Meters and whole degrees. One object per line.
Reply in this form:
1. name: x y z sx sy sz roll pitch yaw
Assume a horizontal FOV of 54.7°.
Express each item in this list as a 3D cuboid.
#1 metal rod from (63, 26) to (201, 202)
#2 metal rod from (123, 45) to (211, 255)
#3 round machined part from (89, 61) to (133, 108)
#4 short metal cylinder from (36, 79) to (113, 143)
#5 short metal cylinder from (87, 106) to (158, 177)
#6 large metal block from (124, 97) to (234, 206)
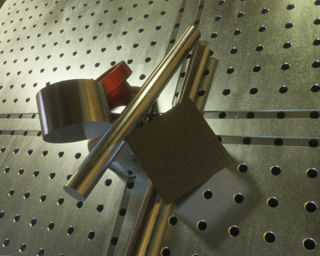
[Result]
1. metal rod: -0.016 -0.040 0.386 0.025 0.025 0.301 8 48 31
2. metal rod: 0.015 0.020 0.388 0.025 0.025 0.300 6 64 31
3. round machined part: -0.078 -0.052 0.452 0.098 0.042 0.098 -34 18 13
4. short metal cylinder: -0.099 -0.018 0.363 0.080 0.080 0.050 -19 77 17
5. short metal cylinder: -0.046 0.018 0.405 0.080 0.050 0.080 -13 56 21
6. large metal block: 0.019 0.027 0.336 0.080 0.050 0.080 -32 80 -7
